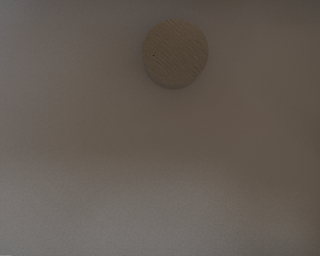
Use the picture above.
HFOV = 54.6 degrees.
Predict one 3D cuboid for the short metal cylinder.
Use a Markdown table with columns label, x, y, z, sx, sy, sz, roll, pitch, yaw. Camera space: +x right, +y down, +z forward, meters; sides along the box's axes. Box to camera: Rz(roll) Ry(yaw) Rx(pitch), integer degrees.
| label | x | y | z | sx | sy | sz | roll | pitch | yaw |
| --- | --- | --- | --- | --- | --- | --- | --- | --- | --- |
| short metal cylinder | 0.018 | -0.092 | 0.399 | 0.080 | 0.050 | 0.080 | 0 | 90 | 0 |
